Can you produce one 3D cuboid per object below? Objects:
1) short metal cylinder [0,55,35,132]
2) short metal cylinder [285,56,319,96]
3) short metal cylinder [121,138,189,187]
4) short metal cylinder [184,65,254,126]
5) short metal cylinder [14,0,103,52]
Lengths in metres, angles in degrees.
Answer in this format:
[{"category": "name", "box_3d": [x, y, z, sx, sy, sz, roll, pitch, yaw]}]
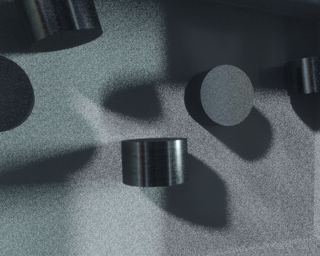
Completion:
[{"category": "short metal cylinder", "box_3d": [-0.178, -0.035, 0.331, 0.081, 0.050, 0.080, 0, 90, -20]}, {"category": "short metal cylinder", "box_3d": [0.233, -0.079, 0.467, 0.081, 0.080, 0.050, -8, 93, -20]}, {"category": "short metal cylinder", "box_3d": [-0.006, 0.039, 0.379, 0.081, 0.080, 0.050, -3, 91, -20]}, {"category": "short metal cylinder", "box_3d": [0.080, -0.043, 0.427, 0.081, 0.050, 0.080, 0, 90, -20]}, {"category": "short metal cylinder", "box_3d": [-0.109, -0.120, 0.341, 0.081, 0.080, 0.050, -18, 96, -19]}]
